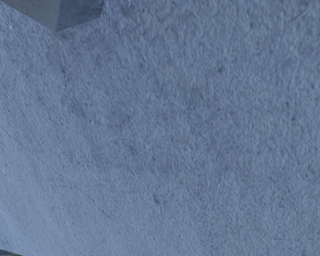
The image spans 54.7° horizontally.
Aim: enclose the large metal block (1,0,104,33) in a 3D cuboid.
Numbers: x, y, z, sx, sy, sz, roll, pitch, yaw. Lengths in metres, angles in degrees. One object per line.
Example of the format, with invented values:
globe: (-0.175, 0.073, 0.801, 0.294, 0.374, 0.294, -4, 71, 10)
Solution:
large metal block: (-0.115, -0.154, 0.335, 0.080, 0.080, 0.050, 31, 128, 8)
